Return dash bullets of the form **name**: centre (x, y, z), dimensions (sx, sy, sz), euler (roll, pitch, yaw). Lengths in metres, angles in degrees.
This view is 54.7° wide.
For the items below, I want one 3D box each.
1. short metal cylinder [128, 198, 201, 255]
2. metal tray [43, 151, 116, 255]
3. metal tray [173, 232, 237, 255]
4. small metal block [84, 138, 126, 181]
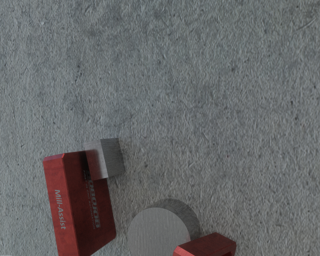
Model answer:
- **short metal cylinder**: centre (0.006, 0.135, 0.393), dimensions (0.080, 0.050, 0.080), euler (0, 90, 20)
- **metal tray**: centre (-0.103, 0.096, 0.410), dimensions (0.030, 0.090, 0.129), euler (-12, 86, 20)
- **metal tray**: centre (0.041, 0.194, 0.357), dimensions (0.030, 0.091, 0.129), euler (16, 96, 40)
- **small metal block**: centre (-0.074, 0.041, 0.422), dimensions (0.025, 0.050, 0.050), euler (-15, 85, 19)
